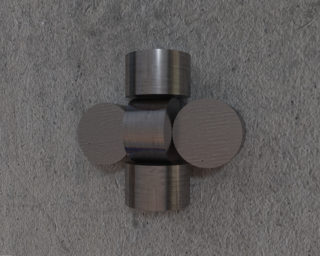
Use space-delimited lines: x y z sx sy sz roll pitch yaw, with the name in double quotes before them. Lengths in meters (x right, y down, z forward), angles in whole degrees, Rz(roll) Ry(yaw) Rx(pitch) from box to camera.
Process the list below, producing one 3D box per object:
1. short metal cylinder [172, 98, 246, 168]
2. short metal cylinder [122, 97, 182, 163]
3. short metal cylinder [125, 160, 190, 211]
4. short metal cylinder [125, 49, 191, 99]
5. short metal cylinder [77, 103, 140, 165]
"short metal cylinder" 0.061 0.006 0.375 0.080 0.050 0.080 0 90 20
"short metal cylinder" -0.006 0.002 0.383 0.050 0.080 0.080 1 90 20
"short metal cylinder" -0.003 0.067 0.383 0.080 0.080 0.050 0 90 20
"short metal cylinder" -0.002 -0.063 0.382 0.080 0.080 0.050 0 90 20
"short metal cylinder" -0.063 0.007 0.419 0.080 0.050 0.080 0 90 19
